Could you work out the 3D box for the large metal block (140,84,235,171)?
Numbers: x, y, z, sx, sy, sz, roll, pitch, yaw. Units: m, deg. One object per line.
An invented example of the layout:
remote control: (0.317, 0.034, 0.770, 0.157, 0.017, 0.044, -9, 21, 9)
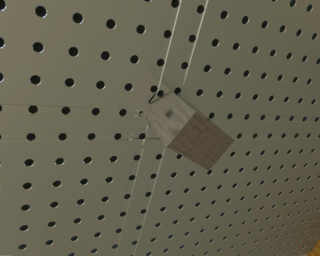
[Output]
large metal block: (0.033, -0.001, 0.393, 0.080, 0.080, 0.050, 32, 101, -38)
